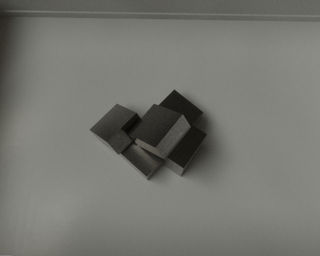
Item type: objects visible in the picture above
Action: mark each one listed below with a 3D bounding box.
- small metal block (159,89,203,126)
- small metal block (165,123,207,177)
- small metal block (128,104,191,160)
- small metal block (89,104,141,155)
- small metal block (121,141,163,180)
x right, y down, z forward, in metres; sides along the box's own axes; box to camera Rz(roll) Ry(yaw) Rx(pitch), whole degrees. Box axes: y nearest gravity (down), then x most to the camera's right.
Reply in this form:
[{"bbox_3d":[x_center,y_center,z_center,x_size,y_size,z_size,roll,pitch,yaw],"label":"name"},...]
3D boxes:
[{"bbox_3d":[0.021,-0.014,0.413,0.050,0.025,0.050,40,75,13],"label":"small metal block"},{"bbox_3d":[0.031,0.028,0.384,0.025,0.050,0.050,34,73,11],"label":"small metal block"},{"bbox_3d":[-0.001,0.003,0.367,0.050,0.025,0.050,24,68,44],"label":"small metal block"},{"bbox_3d":[-0.054,0.000,0.394,0.050,0.025,0.050,-46,38,-15],"label":"small metal block"},{"bbox_3d":[-0.018,0.030,0.397,0.050,0.025,0.050,40,75,13],"label":"small metal block"}]
